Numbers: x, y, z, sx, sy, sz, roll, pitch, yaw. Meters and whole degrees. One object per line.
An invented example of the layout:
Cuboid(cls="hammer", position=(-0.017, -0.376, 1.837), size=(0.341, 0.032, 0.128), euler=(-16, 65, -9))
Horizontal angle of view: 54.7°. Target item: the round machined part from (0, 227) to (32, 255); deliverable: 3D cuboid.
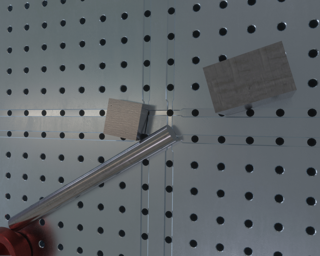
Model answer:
Cuboid(cls="round machined part", position=(-0.245, 0.204, 0.489), size=(0.098, 0.042, 0.097), euler=(1, 92, 21))

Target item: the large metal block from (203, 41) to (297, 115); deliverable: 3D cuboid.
Cuboid(cls="large metal block", position=(0.101, -0.050, 0.348), size=(0.080, 0.080, 0.050), euler=(-16, 85, 19))

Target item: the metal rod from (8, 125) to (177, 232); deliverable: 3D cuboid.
Cuboid(cls="metal rod", position=(-0.108, 0.080, 0.450), size=(0.300, 0.025, 0.025), euler=(-31, 80, 17))

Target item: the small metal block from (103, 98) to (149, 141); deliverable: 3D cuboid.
Cuboid(cls="small metal block", position=(-0.047, -0.012, 0.429), size=(0.050, 0.025, 0.050), euler=(11, 94, 19))
